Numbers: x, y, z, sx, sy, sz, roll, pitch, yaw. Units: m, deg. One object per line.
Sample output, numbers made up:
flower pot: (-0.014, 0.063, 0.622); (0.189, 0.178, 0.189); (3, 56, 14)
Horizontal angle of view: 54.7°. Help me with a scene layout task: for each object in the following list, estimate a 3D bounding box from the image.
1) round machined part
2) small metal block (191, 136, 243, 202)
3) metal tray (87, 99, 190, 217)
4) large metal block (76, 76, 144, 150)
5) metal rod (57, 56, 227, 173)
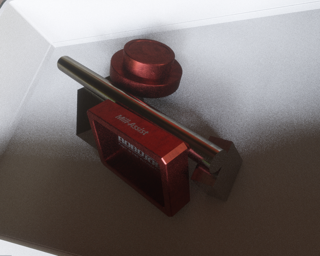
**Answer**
round machined part: (-0.017, -0.087, 0.420); (0.099, 0.042, 0.098); (8, 42, -7)
small metal block: (0.062, 0.044, 0.328); (0.025, 0.050, 0.050); (15, 70, 34)
metal tray: (-0.026, 0.031, 0.351); (0.030, 0.089, 0.130); (-34, 46, -30)
large metal block: (-0.068, -0.025, 0.437); (0.080, 0.050, 0.080); (-20, 54, 16)
metal rod: (-0.045, -0.033, 0.381); (0.300, 0.025, 0.025); (33, 80, 38)
